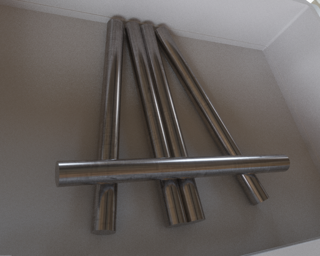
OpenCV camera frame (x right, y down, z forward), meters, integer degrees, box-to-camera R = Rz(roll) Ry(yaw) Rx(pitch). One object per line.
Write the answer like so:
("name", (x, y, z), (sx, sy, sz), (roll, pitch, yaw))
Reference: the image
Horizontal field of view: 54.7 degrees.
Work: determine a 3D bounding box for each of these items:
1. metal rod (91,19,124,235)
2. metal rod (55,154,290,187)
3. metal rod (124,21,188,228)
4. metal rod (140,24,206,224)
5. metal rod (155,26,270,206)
("metal rod", (-0.061, -0.024, 0.386), (0.025, 0.025, 0.299), (12, 57, -22))
("metal rod", (0.037, 0.046, 0.362), (0.303, 0.025, 0.025), (1, 61, -28))
("metal rod", (-0.012, -0.022, 0.411), (0.025, 0.025, 0.299), (1, 61, -28))
("metal rod", (0.009, -0.023, 0.423), (0.025, 0.025, 0.299), (1, 61, -28))
("metal rod", (0.068, -0.028, 0.457), (0.025, 0.025, 0.299), (-17, 71, -35))
